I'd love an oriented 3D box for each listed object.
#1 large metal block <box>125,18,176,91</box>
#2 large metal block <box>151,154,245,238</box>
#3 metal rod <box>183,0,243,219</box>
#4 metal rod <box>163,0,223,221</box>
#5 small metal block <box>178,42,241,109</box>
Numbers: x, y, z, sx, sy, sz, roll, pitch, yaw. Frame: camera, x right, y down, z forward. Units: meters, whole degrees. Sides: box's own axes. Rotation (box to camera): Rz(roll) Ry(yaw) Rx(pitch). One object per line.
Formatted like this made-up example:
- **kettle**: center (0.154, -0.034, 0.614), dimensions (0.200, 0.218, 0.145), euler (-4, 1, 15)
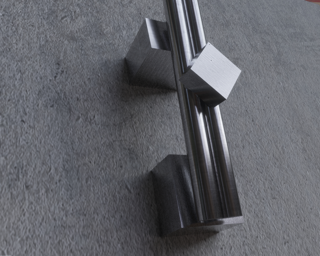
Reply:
- **large metal block**: center (0.005, -0.098, 0.432), dimensions (0.081, 0.080, 0.050), euler (3, 61, -27)
- **large metal block**: center (0.041, 0.079, 0.362), dimensions (0.081, 0.050, 0.080), euler (5, 60, -26)
- **metal rod**: center (0.055, -0.047, 0.370), dimensions (0.025, 0.025, 0.299), euler (3, 67, -27)
- **metal rod**: center (0.031, -0.048, 0.358), dimensions (0.025, 0.025, 0.299), euler (3, 67, -27)
- **small metal block**: center (0.057, -0.059, 0.346), dimensions (0.050, 0.025, 0.050), euler (39, 56, -9)
